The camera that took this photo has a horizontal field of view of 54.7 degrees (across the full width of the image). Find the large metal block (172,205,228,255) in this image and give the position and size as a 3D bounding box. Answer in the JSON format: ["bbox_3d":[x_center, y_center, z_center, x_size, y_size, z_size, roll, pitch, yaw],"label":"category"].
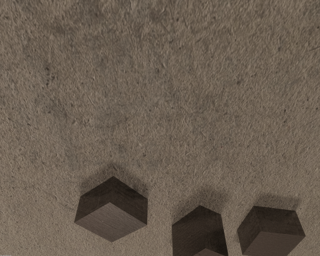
[{"bbox_3d":[0.066,0.196,0.539,0.050,0.080,0.080,30,124,-23],"label":"large metal block"}]

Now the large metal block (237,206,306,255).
[{"bbox_3d":[0.195,0.188,0.554,0.081,0.050,0.079,9,130,-8],"label":"large metal block"}]

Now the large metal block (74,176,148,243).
[{"bbox_3d":[-0.077,0.134,0.504,0.080,0.050,0.080,-33,123,25],"label":"large metal block"}]
